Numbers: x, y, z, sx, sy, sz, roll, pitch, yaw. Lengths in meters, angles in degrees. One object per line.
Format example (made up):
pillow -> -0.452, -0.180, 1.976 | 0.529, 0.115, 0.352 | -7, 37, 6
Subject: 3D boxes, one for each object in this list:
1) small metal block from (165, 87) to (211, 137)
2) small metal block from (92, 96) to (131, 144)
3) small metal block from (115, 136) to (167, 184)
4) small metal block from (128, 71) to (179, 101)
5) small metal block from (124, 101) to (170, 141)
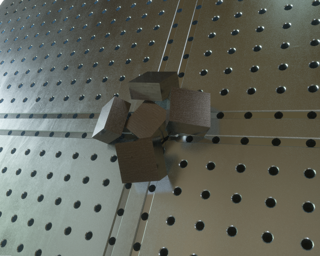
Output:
small metal block -> 0.035, -0.020, 0.386 | 0.050, 0.025, 0.050 | 9, 60, -7
small metal block -> -0.068, -0.010, 0.434 | 0.050, 0.025, 0.050 | -28, 42, 56
small metal block -> -0.023, 0.039, 0.379 | 0.050, 0.025, 0.050 | -9, 94, 23
small metal block -> -0.008, -0.059, 0.431 | 0.050, 0.025, 0.050 | 6, 29, 31
small metal block -> -0.013, -0.006, 0.416 | 0.050, 0.025, 0.050 | -49, 52, -7
